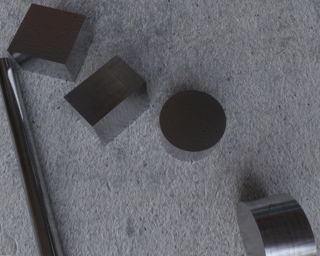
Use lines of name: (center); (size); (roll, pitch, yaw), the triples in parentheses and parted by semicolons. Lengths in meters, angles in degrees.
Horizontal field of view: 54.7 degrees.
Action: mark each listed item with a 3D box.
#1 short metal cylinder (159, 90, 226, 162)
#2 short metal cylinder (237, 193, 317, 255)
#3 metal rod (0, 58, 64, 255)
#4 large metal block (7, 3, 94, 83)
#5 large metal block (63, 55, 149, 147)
short metal cylinder: (0.040, -0.001, 0.396); (0.081, 0.050, 0.080); (0, 70, 0)
short metal cylinder: (0.123, 0.116, 0.338); (0.050, 0.080, 0.080); (-11, 71, -4)
metal rod: (-0.168, 0.039, 0.392); (0.025, 0.025, 0.299); (-20, 71, -7)
large metal block: (-0.150, -0.119, 0.437); (0.080, 0.050, 0.080); (15, 71, 5)
large metal block: (-0.062, -0.031, 0.390); (0.080, 0.080, 0.050); (-43, 76, -14)
